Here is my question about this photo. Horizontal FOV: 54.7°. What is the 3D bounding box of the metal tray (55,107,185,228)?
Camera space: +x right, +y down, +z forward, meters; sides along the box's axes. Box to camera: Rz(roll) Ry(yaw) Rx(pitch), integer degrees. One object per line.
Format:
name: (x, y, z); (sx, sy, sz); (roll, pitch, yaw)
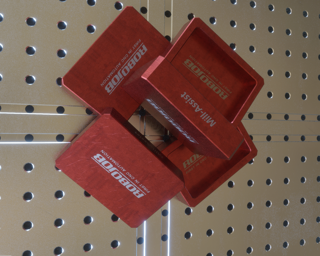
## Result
metal tray: (-0.045, 0.050, 0.374); (0.090, 0.030, 0.130); (-43, 105, 11)

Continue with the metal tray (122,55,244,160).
metal tray: (0.023, -0.019, 0.355); (0.130, 0.090, 0.030); (42, 77, -16)

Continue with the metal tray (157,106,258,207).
metal tray: (0.065, 0.035, 0.434); (0.131, 0.030, 0.090); (-35, 102, -17)

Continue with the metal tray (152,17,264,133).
metal tray: (0.064, -0.065, 0.402); (0.130, 0.030, 0.090); (38, 78, -17)

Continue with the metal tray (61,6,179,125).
metal tray: (-0.048, -0.075, 0.392); (0.090, 0.030, 0.130); (41, 77, -16)
